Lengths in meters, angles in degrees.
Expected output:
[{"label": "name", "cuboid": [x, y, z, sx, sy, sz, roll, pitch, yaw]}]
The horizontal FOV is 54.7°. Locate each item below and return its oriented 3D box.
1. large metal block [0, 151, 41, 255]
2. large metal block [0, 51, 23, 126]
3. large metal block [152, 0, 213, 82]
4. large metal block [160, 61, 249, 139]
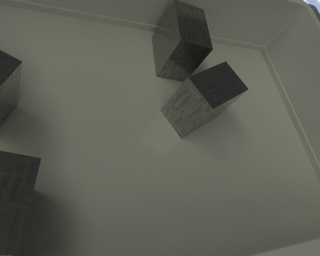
[{"label": "large metal block", "cuboid": [-0.137, 0.071, 0.253, 0.050, 0.080, 0.080, 14, 56, -21]}, {"label": "large metal block", "cuboid": [-0.187, -0.043, 0.296, 0.080, 0.080, 0.050, 28, 52, -11]}, {"label": "large metal block", "cuboid": [0.030, -0.128, 0.466, 0.050, 0.080, 0.080, 8, 58, -24]}, {"label": "large metal block", "cuboid": [0.060, -0.039, 0.428, 0.081, 0.080, 0.050, -28, 78, -38]}]
